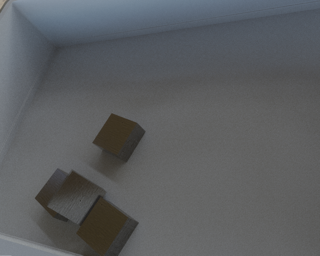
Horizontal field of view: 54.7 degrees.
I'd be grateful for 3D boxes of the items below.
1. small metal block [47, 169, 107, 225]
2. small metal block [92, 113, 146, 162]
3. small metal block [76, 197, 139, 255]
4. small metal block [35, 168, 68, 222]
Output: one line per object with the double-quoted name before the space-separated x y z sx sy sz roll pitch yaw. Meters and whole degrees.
"small metal block" -0.104 0.087 0.388 0.050 0.050 0.025 -57 13 -12
"small metal block" -0.057 0.013 0.428 0.050 0.025 0.050 20 72 35
"small metal block" -0.062 0.118 0.366 0.050 0.025 0.050 24 75 36
"small metal block" -0.133 0.090 0.421 0.050 0.025 0.050 26 76 37
